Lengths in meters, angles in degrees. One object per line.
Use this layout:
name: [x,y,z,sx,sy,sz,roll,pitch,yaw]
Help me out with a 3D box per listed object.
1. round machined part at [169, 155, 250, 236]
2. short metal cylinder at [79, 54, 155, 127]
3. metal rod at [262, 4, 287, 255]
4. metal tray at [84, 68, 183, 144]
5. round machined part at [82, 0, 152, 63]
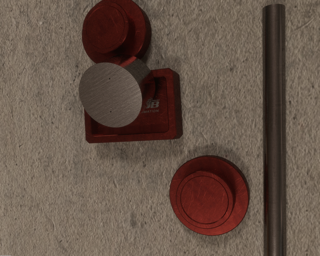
round machined part: [0.058,0.083,0.379,0.098,0.042,0.097,0,90,19]
short metal cylinder: [-0.052,-0.047,0.385,0.080,0.050,0.079,7,115,15]
metal rod: [0.134,0.009,0.361,0.025,0.025,0.298,0,90,19]
metal tray: [-0.038,-0.027,0.418,0.130,0.030,0.089,-4,89,19]
round machined part: [-0.065,-0.131,0.422,0.098,0.042,0.097,0,90,19]
